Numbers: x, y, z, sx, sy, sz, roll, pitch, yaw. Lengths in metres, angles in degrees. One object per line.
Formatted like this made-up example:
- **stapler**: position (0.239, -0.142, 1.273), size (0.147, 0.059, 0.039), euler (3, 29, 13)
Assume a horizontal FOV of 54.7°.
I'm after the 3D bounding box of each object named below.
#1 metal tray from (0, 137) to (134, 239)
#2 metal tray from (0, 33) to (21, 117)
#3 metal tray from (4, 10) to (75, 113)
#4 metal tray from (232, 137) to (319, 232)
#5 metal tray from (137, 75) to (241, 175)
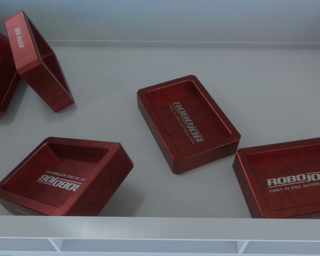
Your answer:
- **metal tray**: position (-0.102, 0.052, 0.318), size (0.130, 0.030, 0.090), euler (2, 42, 39)
- **metal tray**: position (-0.245, -0.083, 0.432), size (0.030, 0.090, 0.130), euler (-28, 42, 30)
- **metal tray**: position (-0.170, -0.094, 0.437), size (0.030, 0.090, 0.130), euler (-29, 54, -2)
- **metal tray**: position (0.160, 0.059, 0.352), size (0.131, 0.030, 0.090), euler (-7, 50, -6)
- **metal tray**: position (0.033, -0.011, 0.410), size (0.091, 0.030, 0.130), euler (-18, 52, -15)
